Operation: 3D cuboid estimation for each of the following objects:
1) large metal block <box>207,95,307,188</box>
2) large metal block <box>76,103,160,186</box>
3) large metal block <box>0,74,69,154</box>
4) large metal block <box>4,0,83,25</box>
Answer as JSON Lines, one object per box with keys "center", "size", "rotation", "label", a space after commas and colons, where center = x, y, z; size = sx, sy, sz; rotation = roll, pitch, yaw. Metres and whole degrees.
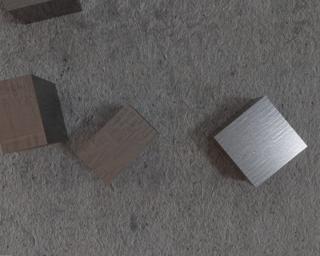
{"center": [0.121, 0.016, 0.398], "size": [0.080, 0.050, 0.080], "rotation": [-39, 90, 0], "label": "large metal block"}
{"center": [-0.047, 0.018, 0.382], "size": [0.080, 0.080, 0.050], "rotation": [-45, 90, 0], "label": "large metal block"}
{"center": [-0.158, -0.016, 0.381], "size": [0.050, 0.080, 0.080], "rotation": [-13, 90, 0], "label": "large metal block"}
{"center": [-0.154, -0.188, 0.396], "size": [0.080, 0.050, 0.080], "rotation": [-14, 90, 0], "label": "large metal block"}
